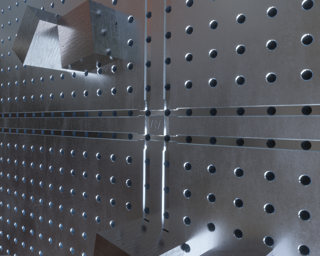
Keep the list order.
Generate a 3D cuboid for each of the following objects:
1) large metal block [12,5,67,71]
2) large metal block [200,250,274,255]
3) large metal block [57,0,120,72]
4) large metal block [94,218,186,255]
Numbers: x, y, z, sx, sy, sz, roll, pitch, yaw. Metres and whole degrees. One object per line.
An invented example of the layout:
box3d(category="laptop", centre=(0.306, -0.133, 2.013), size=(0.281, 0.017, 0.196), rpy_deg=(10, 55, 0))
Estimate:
box3d(category="large metal block", centre=(-0.191, -0.149, 0.528), size=(0.050, 0.081, 0.080), rpy_deg=(47, 118, 29))
box3d(category="large metal block", centre=(0.081, 0.177, 0.325), size=(0.080, 0.050, 0.080), rpy_deg=(-18, 79, 38))
box3d(category="large metal block", centre=(-0.112, -0.139, 0.483), size=(0.080, 0.050, 0.080), rpy_deg=(-11, 83, 39))
box3d(category="large metal block", centre=(-0.027, 0.163, 0.394), size=(0.080, 0.081, 0.050), rpy_deg=(15, 100, 38))
